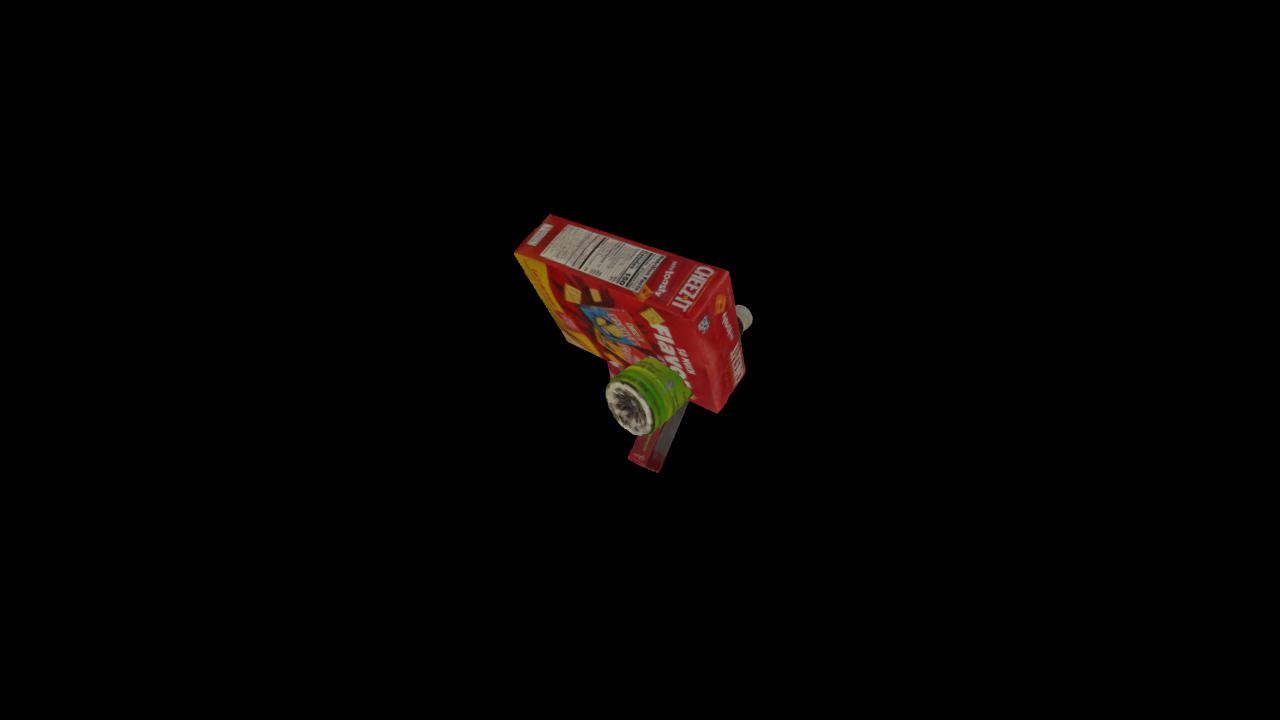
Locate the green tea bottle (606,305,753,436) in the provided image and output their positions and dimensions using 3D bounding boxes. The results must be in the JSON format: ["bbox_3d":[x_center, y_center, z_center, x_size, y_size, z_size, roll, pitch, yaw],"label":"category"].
[{"bbox_3d":[0.054,-0.002,0.676,0.073,0.073,0.212,0,30,46],"label":"green tea bottle"}]

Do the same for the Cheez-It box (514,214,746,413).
[{"bbox_3d":[-0.006,-0.050,0.645,0.223,0.071,0.166,24,-23,29],"label":"Cheez-It box"}]

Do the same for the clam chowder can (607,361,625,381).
[{"bbox_3d":[-0.008,-0.014,0.725,0.068,0.068,0.102,0,-44,8],"label":"clam chowder can"}]

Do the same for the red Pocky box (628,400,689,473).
[{"bbox_3d":[0.035,0.061,0.765,0.028,0.155,0.083,21,-9,17],"label":"red Pocky box"}]
